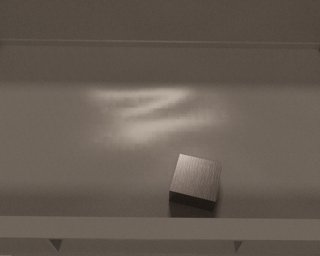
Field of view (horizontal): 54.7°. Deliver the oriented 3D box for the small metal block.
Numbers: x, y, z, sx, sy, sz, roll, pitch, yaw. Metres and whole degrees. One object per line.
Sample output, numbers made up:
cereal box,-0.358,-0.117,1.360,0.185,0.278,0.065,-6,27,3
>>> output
small metal block,0.041,0.062,0.354,0.050,0.025,0.050,12,51,9
